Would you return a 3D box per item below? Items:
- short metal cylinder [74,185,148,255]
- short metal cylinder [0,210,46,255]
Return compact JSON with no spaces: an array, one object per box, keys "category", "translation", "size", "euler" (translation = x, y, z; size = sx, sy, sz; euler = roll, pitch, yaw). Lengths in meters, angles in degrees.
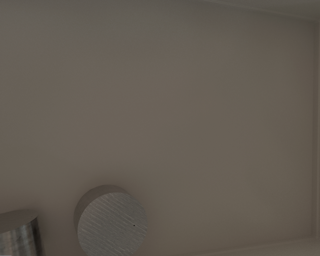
[{"category":"short metal cylinder","translation":[-0.061,0.113,0.376],"size":[0.081,0.050,0.079],"euler":[0,90,-20]},{"category":"short metal cylinder","translation":[-0.165,0.123,0.321],"size":[0.081,0.080,0.050],"euler":[-10,94,-20]}]
